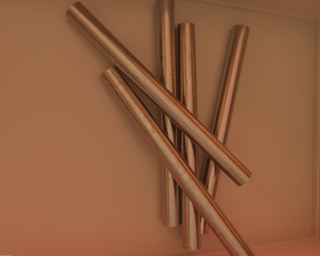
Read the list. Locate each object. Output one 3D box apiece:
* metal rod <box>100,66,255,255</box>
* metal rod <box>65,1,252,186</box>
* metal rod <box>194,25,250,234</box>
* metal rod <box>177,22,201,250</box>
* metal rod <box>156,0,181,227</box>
[{"bbox_3d":[0.024,0.051,0.388,0.025,0.025,0.299,-36,90,-17],"label":"metal rod"},{"bbox_3d":[0.002,-0.038,0.387,0.300,0.025,0.025,44,76,-5],"label":"metal rod"},{"bbox_3d":[0.087,-0.001,0.444,0.025,0.025,0.298,14,85,-20],"label":"metal rod"},{"bbox_3d":[0.039,0.009,0.417,0.025,0.025,0.298,0,87,-20],"label":"metal rod"},{"bbox_3d":[0.011,-0.020,0.415,0.025,0.025,0.298,-2,91,-20],"label":"metal rod"}]
